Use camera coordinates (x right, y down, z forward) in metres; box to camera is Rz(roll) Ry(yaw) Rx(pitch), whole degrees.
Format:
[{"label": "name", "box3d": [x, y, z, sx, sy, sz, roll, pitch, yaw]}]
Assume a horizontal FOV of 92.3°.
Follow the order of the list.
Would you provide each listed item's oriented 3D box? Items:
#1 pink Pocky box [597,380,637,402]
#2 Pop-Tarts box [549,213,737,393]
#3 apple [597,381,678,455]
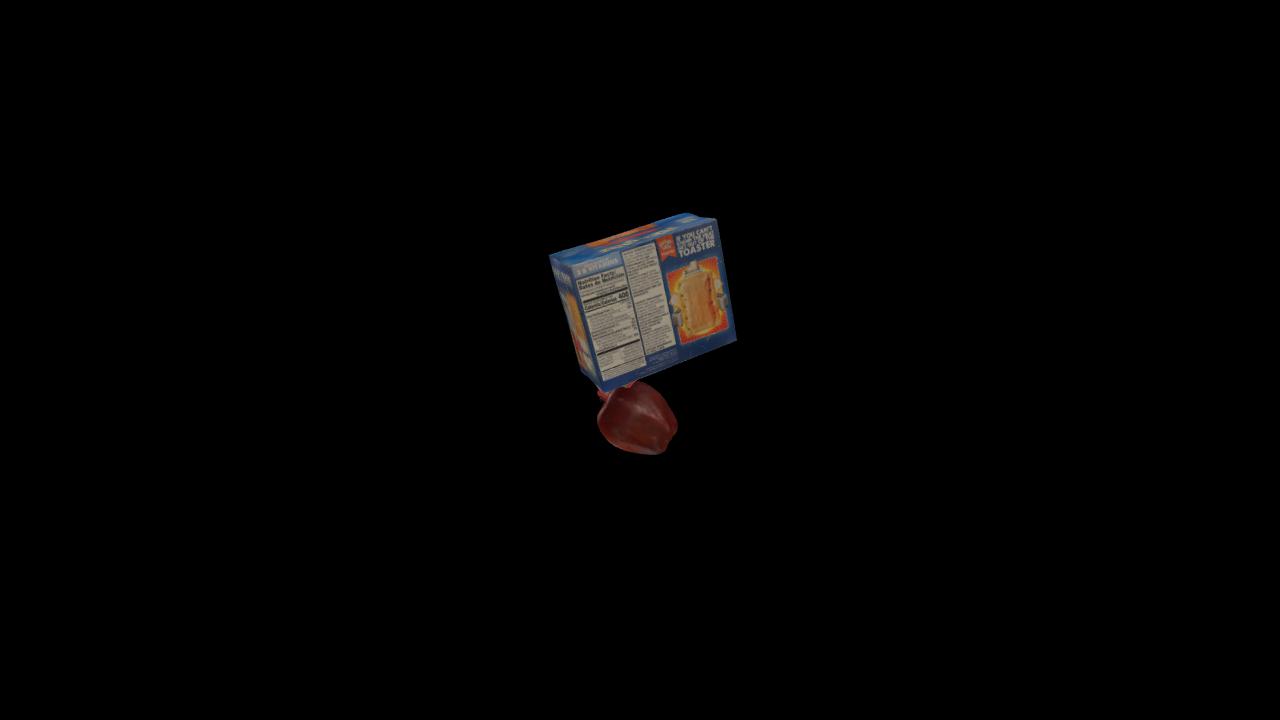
[{"label": "pink Pocky box", "box3d": [0.010, -0.021, 0.700, 0.029, 0.155, 0.084, 35, 9, 2]}, {"label": "Pop-Tarts box", "box3d": [0.005, -0.066, 0.664, 0.167, 0.141, 0.083, -22, 24, -18]}, {"label": "apple", "box3d": [-0.005, 0.065, 0.689, 0.093, 0.079, 0.079, 32, 2, 4]}]
